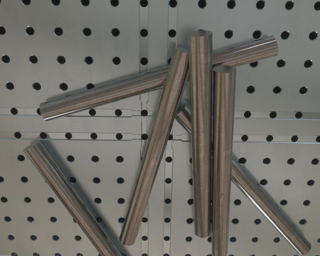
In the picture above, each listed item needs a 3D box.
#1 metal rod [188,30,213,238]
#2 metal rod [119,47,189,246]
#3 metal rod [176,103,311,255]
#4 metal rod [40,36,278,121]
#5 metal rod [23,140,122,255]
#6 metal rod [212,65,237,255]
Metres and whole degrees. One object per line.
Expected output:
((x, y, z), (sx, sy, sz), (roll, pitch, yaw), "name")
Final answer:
((0.053, 0.030, 0.396), (0.025, 0.025, 0.298), (-4, 121, 1), "metal rod")
((-0.011, 0.042, 0.413), (0.025, 0.025, 0.298), (14, 115, -5), "metal rod")
((0.124, 0.081, 0.443), (0.025, 0.025, 0.300), (-40, 106, 13), "metal rod")
((-0.006, -0.060, 0.390), (0.301, 0.025, 0.025), (-15, 110, 5), "metal rod")
((-0.105, 0.148, 0.466), (0.025, 0.025, 0.299), (-26, 108, 9), "metal rod")
((0.082, 0.065, 0.413), (0.025, 0.025, 0.298), (-4, 119, 1), "metal rod")
